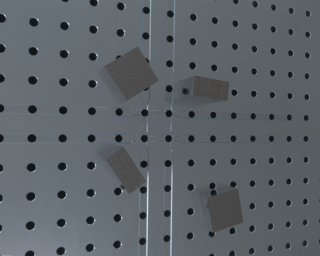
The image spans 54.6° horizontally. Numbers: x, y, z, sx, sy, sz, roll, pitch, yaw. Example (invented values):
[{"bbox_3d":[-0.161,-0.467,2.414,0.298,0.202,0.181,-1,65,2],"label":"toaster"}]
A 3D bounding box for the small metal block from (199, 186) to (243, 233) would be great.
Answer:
[{"bbox_3d":[0.088,0.115,0.445,0.050,0.025,0.050,-11,94,-20],"label":"small metal block"}]

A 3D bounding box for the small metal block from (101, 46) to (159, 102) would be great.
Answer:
[{"bbox_3d":[-0.039,-0.068,0.398,0.050,0.025,0.050,-35,102,-17],"label":"small metal block"}]

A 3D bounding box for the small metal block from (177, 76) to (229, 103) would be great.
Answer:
[{"bbox_3d":[0.057,-0.051,0.420,0.050,0.050,0.025,7,88,-20],"label":"small metal block"}]

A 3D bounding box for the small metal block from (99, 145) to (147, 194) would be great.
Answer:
[{"bbox_3d":[-0.047,0.049,0.382,0.025,0.050,0.050,-35,102,-16],"label":"small metal block"}]
